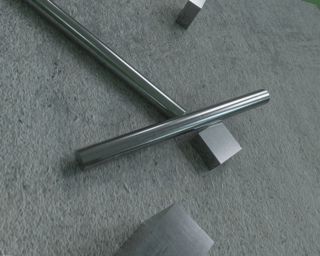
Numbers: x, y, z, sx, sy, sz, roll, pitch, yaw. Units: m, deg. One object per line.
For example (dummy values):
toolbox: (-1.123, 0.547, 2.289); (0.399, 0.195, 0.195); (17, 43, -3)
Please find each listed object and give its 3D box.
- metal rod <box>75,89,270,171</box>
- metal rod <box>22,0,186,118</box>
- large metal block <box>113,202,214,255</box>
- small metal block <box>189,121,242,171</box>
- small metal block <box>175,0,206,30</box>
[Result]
metal rod: (0.037, -0.007, 0.411); (0.302, 0.025, 0.025); (-19, 72, -30)
metal rod: (-0.088, -0.110, 0.424); (0.300, 0.025, 0.025); (39, 51, -2)
large metal block: (-0.008, 0.125, 0.289); (0.050, 0.080, 0.080); (46, 51, 3)
small metal block: (0.078, 0.024, 0.433); (0.050, 0.025, 0.050); (-27, 77, -37)
small metal block: (0.056, -0.212, 0.550); (0.025, 0.050, 0.050); (32, 51, -8)
